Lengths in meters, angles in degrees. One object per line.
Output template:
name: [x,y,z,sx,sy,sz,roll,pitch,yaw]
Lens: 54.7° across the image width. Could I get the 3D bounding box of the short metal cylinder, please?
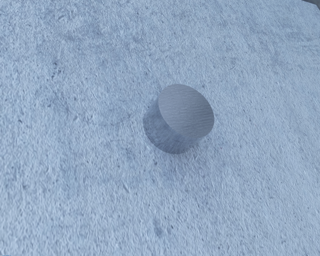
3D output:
short metal cylinder: [0.024,-0.011,0.411,0.081,0.050,0.080,14,56,-21]
